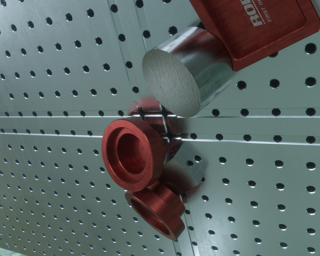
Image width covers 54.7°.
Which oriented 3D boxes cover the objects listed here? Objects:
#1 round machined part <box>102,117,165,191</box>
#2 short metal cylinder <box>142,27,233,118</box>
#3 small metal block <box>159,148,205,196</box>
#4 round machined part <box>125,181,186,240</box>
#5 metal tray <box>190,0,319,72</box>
[{"bbox_3d":[-0.032,0.033,0.421,0.098,0.042,0.097,10,106,39],"label":"round machined part"},{"bbox_3d":[0.028,-0.058,0.325,0.080,0.050,0.080,37,151,25],"label":"short metal cylinder"},{"bbox_3d":[0.025,0.064,0.436,0.050,0.025,0.050,46,129,-5],"label":"small metal block"},{"bbox_3d":[-0.001,0.115,0.454,0.098,0.042,0.098,35,155,20],"label":"round machined part"},{"bbox_3d":[0.077,-0.129,0.286,0.090,0.030,0.130,-24,106,36],"label":"metal tray"}]
